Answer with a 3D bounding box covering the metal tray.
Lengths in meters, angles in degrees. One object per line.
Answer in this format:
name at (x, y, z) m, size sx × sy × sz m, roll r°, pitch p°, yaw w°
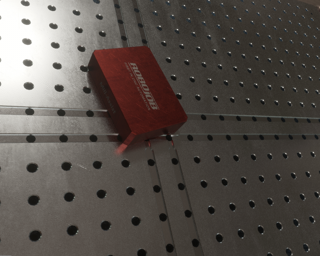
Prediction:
metal tray at (-0.031, -0.049, 0.420) m, size 0.091 × 0.030 × 0.130 m, roll -16°, pitch 70°, yaw -35°
